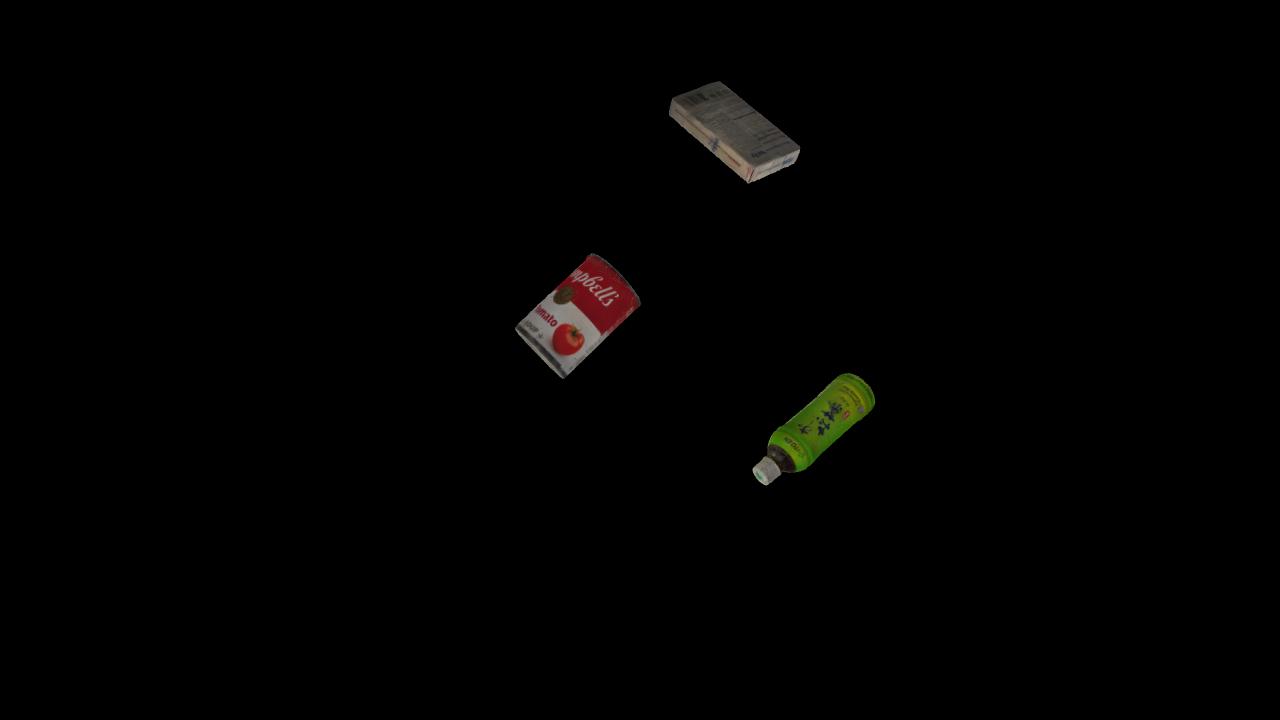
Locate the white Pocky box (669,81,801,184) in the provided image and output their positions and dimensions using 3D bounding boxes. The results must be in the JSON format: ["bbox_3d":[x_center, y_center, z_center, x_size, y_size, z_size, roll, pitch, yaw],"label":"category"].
[{"bbox_3d":[0.115,-0.284,0.759,0.084,0.154,0.028,-29,-25,-26],"label":"white Pocky box"}]

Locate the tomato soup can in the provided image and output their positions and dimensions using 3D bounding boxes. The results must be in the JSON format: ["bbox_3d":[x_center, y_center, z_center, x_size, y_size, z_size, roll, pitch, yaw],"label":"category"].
[{"bbox_3d":[-0.058,-0.040,0.572,0.101,0.068,0.068,-45,8,-8],"label":"tomato soup can"}]

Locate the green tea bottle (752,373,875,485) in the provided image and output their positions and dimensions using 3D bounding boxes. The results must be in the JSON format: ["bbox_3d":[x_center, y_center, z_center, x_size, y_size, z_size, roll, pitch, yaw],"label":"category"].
[{"bbox_3d":[0.245,0.103,0.879,0.212,0.073,0.073,-38,16,-21],"label":"green tea bottle"}]
